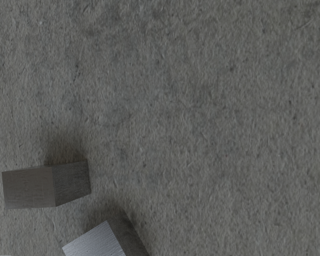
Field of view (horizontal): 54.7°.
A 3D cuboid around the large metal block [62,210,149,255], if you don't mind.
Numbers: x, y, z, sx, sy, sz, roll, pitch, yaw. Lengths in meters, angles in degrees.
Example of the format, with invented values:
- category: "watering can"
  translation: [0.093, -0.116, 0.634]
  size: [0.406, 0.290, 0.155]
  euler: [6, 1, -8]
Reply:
- category: "large metal block"
  translation: [-0.070, 0.172, 0.419]
  size: [0.080, 0.050, 0.080]
  euler: [-35, 79, 16]

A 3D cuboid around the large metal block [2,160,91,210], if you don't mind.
- category: "large metal block"
  translation: [-0.155, 0.077, 0.433]
  size: [0.080, 0.080, 0.050]
  euler: [-8, 88, 19]
